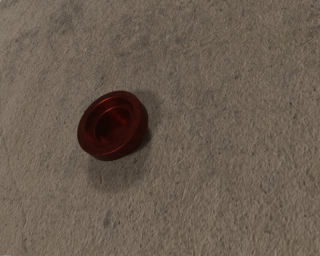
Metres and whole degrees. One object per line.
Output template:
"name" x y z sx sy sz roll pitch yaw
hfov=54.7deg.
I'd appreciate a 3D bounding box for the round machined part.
"round machined part" -0.059 0.001 0.422 0.098 0.042 0.098 -13 56 20
